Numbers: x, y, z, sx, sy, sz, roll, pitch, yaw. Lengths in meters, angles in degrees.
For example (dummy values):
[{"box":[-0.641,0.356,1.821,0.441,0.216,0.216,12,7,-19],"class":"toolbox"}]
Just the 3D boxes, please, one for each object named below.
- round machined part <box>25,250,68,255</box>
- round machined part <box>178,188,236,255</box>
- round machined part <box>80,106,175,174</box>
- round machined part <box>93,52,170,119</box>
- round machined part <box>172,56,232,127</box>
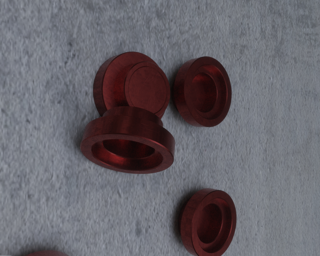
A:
[{"box":[-0.119,0.167,0.296,0.099,0.042,0.097,0,90,-40],"class":"round machined part"},{"box":[0.065,0.136,0.451,0.099,0.042,0.097,0,90,-40],"class":"round machined part"},{"box":[-0.032,0.012,0.336,0.098,0.098,0.042,32,52,-36],"class":"round machined part"},{"box":[-0.026,-0.043,0.373,0.099,0.042,0.097,0,90,-40],"class":"round machined part"},{"box":[0.055,-0.050,0.442,0.099,0.042,0.097,0,90,-40],"class":"round machined part"}]
